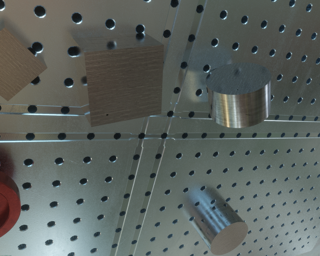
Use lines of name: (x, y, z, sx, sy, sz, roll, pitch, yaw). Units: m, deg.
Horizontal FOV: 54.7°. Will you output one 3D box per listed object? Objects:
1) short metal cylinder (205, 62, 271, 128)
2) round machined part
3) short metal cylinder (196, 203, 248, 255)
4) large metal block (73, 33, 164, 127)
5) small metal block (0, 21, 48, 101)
short metal cylinder: (0.103, -0.044, 0.404, 0.081, 0.080, 0.050, -24, 128, -14)
round machined part: (-0.207, 0.081, 0.337, 0.099, 0.042, 0.097, -14, 124, -21)
short metal cylinder: (0.114, 0.187, 0.573, 0.081, 0.050, 0.079, -14, 124, -21)
large metal block: (-0.044, -0.055, 0.337, 0.081, 0.050, 0.079, -12, 124, -22)
small metal block: (-0.146, -0.062, 0.293, 0.050, 0.025, 0.050, -41, 130, -1)
